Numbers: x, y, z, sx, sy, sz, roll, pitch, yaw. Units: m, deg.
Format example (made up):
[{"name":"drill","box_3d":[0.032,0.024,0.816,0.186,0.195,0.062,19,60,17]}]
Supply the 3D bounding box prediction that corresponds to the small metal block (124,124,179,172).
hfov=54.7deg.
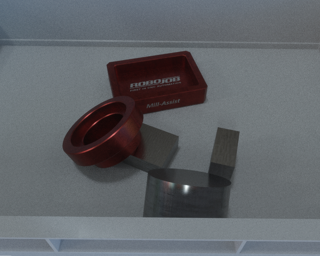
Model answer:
[{"name":"small metal block","box_3d":[-0.010,0.027,0.382,0.050,0.025,0.050,20,53,16]}]

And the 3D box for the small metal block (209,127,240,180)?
[{"name":"small metal block","box_3d":[0.072,0.036,0.360,0.025,0.050,0.050,12,51,9]}]

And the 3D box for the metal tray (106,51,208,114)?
[{"name":"metal tray","box_3d":[-0.006,-0.068,0.458,0.131,0.030,0.090,-11,51,-10]}]

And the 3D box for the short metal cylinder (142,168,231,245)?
[{"name":"short metal cylinder","box_3d":[0.025,0.072,0.301,0.080,0.080,0.050,7,92,5]}]

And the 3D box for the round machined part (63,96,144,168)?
[{"name":"round machined part","box_3d":[-0.061,0.009,0.367,0.098,0.042,0.098,-23,32,16]}]
